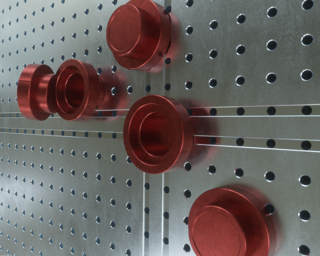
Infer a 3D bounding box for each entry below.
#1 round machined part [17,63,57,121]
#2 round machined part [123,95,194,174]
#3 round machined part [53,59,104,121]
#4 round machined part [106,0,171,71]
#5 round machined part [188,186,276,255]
[{"bbox_3d":[-0.199,-0.060,0.533,0.042,0.098,0.097,6,95,6],"label":"round machined part"},{"bbox_3d":[0.002,0.008,0.395,0.098,0.042,0.097,0,90,39],"label":"round machined part"},{"bbox_3d":[-0.128,-0.060,0.501,0.098,0.042,0.097,0,90,39],"label":"round machined part"},{"bbox_3d":[-0.036,-0.130,0.426,0.098,0.042,0.097,0,90,39],"label":"round machined part"},{"bbox_3d":[0.071,0.115,0.339,0.098,0.042,0.097,0,90,39],"label":"round machined part"}]
